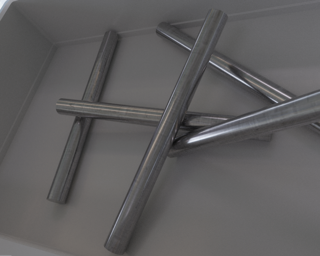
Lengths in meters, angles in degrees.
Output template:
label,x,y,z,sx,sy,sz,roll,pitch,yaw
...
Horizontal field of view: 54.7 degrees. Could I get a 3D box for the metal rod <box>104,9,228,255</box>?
label,x,y,z,sx,sy,sz,roll,pitch,yaw
metal rod,0.009,0.001,0.360,0.025,0.025,0.299,21,85,36

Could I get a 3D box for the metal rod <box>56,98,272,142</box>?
label,x,y,z,sx,sy,sz,roll,pitch,yaw
metal rod,-0.013,-0.015,0.403,0.301,0.025,0.025,8,65,25

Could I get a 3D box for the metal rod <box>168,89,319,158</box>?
label,x,y,z,sx,sy,sz,roll,pitch,yaw
metal rod,0.106,-0.010,0.273,0.299,0.025,0.025,-21,49,49

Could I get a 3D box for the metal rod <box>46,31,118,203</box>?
label,x,y,z,sx,sy,sz,roll,pitch,yaw
metal rod,-0.114,-0.032,0.485,0.025,0.025,0.300,-3,60,27

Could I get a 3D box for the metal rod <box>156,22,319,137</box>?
label,x,y,z,sx,sy,sz,roll,pitch,yaw
metal rod,0.089,-0.079,0.407,0.025,0.025,0.300,-45,51,-3
